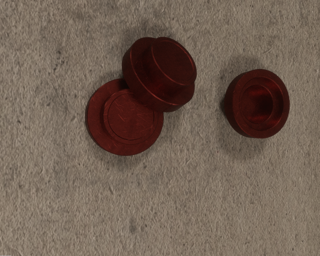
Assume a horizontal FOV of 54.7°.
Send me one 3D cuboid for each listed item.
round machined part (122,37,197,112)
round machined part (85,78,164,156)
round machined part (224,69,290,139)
[{"bbox_3d":[0.006,-0.072,0.380,0.099,0.042,0.098,21,53,-30],"label":"round machined part"},{"bbox_3d":[-0.041,-0.014,0.386,0.099,0.042,0.097,0,90,-21],"label":"round machined part"},{"bbox_3d":[0.136,-0.034,0.452,0.099,0.042,0.097,0,90,-21],"label":"round machined part"}]
